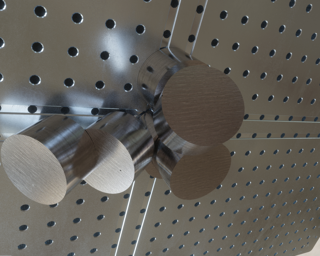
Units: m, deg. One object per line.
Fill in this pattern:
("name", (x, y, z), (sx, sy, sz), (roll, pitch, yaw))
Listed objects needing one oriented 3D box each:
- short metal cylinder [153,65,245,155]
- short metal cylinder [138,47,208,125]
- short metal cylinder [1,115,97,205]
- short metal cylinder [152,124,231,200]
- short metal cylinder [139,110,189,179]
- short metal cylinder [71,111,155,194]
("short metal cylinder", (0.037, -0.016, 0.312), (0.081, 0.080, 0.050), (-22, 170, -16))
("short metal cylinder", (0.020, -0.051, 0.374), (0.081, 0.050, 0.079), (-14, 124, -21))
("short metal cylinder", (-0.115, 0.032, 0.324), (0.050, 0.080, 0.079), (-47, 149, -56))
("short metal cylinder", (0.037, 0.039, 0.372), (0.081, 0.050, 0.079), (-14, 124, -21))
("short metal cylinder", (0.006, 0.020, 0.409), (0.081, 0.050, 0.079), (-14, 124, -21))
("short metal cylinder", (-0.053, 0.027, 0.354), (0.050, 0.080, 0.079), (-45, 148, -56))
